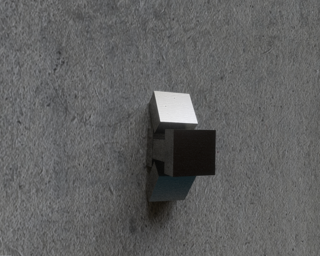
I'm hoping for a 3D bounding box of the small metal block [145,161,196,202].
[{"bbox_3d":[0.013,0.069,0.403,0.050,0.025,0.050,2,130,-20],"label":"small metal block"}]

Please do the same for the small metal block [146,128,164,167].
[{"bbox_3d":[0.010,0.026,0.416,0.050,0.025,0.050,3,89,-21],"label":"small metal block"}]

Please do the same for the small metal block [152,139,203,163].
[{"bbox_3d":[0.023,0.027,0.379,0.050,0.050,0.025,3,89,-20],"label":"small metal block"}]

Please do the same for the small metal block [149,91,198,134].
[{"bbox_3d":[0.016,-0.020,0.405,0.050,0.025,0.050,3,53,-20],"label":"small metal block"}]

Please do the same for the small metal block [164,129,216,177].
[{"bbox_3d":[0.033,0.027,0.344,0.050,0.025,0.050,1,90,-21],"label":"small metal block"}]
